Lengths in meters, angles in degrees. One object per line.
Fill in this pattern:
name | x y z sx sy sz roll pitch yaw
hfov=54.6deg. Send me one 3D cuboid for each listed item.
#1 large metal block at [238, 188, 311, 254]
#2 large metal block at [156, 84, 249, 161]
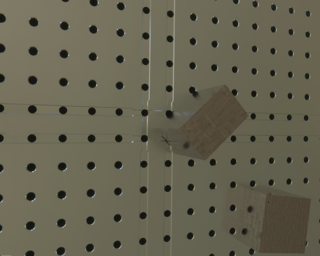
large metal block | 0.170 0.137 0.462 0.081 0.050 0.080 9 87 -20
large metal block | 0.052 -0.007 0.402 0.080 0.080 0.050 -43 104 -15
